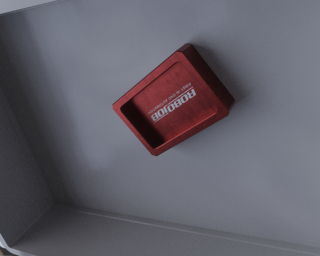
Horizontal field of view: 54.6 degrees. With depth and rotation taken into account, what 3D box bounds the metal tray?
[{"bbox_3d":[0.012,-0.029,0.381,0.130,0.030,0.090,-33,100,38],"label":"metal tray"}]
